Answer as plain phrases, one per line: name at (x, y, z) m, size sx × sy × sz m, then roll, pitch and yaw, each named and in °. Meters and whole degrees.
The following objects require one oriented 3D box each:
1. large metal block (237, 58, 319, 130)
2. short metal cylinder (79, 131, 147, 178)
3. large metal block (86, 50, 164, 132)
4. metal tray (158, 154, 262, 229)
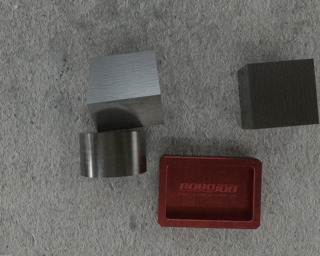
large metal block at (0.149, -0.041, 0.399) m, size 0.080 × 0.050 × 0.080 m, roll -5°, pitch 90°, yaw 0°
short metal cylinder at (-0.057, 0.030, 0.382) m, size 0.081 × 0.080 × 0.050 m, roll -2°, pitch 90°, yaw 0°
large metal block at (-0.041, -0.046, 0.377) m, size 0.080 × 0.050 × 0.080 m, roll -7°, pitch 50°, yaw 0°
metal tray at (0.064, 0.082, 0.408) m, size 0.131 × 0.030 × 0.089 m, roll 2°, pitch 90°, yaw 0°
